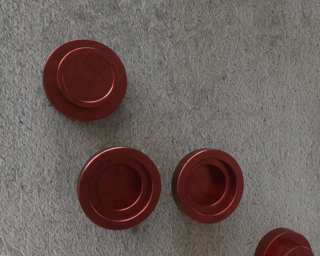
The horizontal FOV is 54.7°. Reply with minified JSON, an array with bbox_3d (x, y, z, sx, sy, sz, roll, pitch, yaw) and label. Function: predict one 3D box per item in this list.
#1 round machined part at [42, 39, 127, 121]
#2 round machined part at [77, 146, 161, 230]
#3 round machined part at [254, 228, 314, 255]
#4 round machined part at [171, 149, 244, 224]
[{"bbox_3d":[-0.087,-0.057,0.368,0.099,0.042,0.097,0,90,-20],"label":"round machined part"},{"bbox_3d":[-0.052,0.071,0.381,0.099,0.042,0.097,0,90,-20],"label":"round machined part"},{"bbox_3d":[0.197,0.207,0.473,0.099,0.042,0.097,0,90,-20],"label":"round machined part"},{"bbox_3d":[0.060,0.076,0.422,0.099,0.042,0.097,0,90,-20],"label":"round machined part"}]
